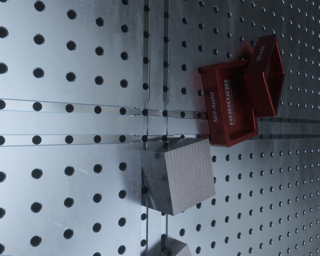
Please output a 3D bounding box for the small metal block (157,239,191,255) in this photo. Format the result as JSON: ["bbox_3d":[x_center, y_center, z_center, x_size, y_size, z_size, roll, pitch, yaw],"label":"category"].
[{"bbox_3d":[0.020,0.193,0.429,0.050,0.025,0.050,-30,109,-36],"label":"small metal block"}]

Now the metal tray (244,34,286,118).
[{"bbox_3d":[0.185,-0.091,0.536,0.090,0.030,0.130,61,41,-32],"label":"metal tray"}]

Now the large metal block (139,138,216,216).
[{"bbox_3d":[0.025,0.060,0.416,0.081,0.050,0.079,-14,99,-39],"label":"large metal block"}]

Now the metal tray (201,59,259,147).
[{"bbox_3d":[0.117,-0.042,0.506,0.091,0.030,0.129,-17,101,-39],"label":"metal tray"}]
